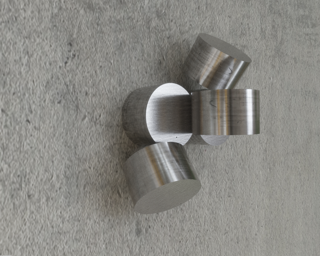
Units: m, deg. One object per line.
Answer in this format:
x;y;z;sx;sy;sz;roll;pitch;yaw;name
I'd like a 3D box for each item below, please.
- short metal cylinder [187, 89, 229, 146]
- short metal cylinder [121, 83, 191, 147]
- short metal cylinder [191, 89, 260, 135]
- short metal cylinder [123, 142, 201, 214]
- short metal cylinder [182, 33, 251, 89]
0.061;-0.016;0.442;0.081;0.050;0.079;0;90;-40;short metal cylinder
-0.001;-0.014;0.390;0.081;0.050;0.079;0;90;-40;short metal cylinder
0.078;-0.018;0.373;0.081;0.080;0.050;-2;92;-40;short metal cylinder
0.002;0.060;0.365;0.081;0.080;0.050;10;45;-40;short metal cylinder
0.078;-0.090;0.429;0.081;0.080;0.050;1;128;-40;short metal cylinder
